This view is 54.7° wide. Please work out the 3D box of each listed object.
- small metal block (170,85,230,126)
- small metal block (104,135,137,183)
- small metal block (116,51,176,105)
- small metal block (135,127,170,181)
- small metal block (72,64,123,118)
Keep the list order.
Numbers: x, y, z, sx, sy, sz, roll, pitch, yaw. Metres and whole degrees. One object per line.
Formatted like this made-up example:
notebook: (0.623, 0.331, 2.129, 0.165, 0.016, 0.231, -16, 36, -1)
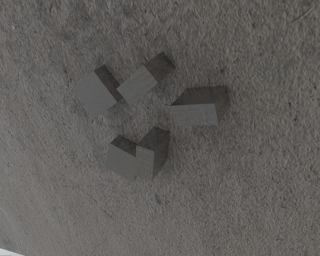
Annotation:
small metal block: (0.047, -0.026, 0.350, 0.050, 0.050, 0.025, -1, 118, 29)
small metal block: (-0.051, 0.046, 0.462, 0.050, 0.025, 0.050, 27, 128, 10)
small metal block: (-0.016, -0.058, 0.363, 0.050, 0.050, 0.025, -33, 100, 38)
small metal block: (-0.009, 0.034, 0.417, 0.025, 0.050, 0.050, 17, 125, 18)
small metal block: (-0.082, -0.049, 0.420, 0.050, 0.025, 0.050, -28, 103, 37)
